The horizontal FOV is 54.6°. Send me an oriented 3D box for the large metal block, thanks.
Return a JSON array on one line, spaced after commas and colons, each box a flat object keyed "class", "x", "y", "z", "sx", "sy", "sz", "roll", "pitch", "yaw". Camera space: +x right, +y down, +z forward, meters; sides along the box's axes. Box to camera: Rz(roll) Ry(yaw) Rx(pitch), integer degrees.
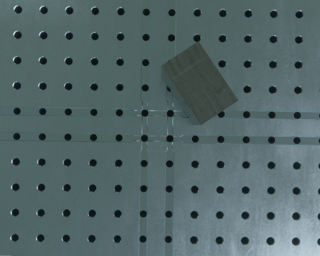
[{"class": "large metal block", "x": 0.045, "y": -0.050, "z": 0.386, "sx": 0.050, "sy": 0.080, "sz": 0.080, "roll": -34, "pitch": 90, "yaw": 0}]
